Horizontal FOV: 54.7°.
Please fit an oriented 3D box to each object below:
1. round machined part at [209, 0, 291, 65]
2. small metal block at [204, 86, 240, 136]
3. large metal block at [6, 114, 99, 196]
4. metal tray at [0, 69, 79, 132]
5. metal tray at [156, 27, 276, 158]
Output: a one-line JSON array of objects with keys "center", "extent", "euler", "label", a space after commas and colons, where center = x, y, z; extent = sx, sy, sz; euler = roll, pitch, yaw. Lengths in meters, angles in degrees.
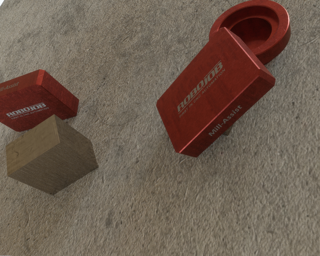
[{"center": [0.117, -0.116, 0.402], "extent": [0.098, 0.042, 0.098], "euler": [-13, 56, 21], "label": "round machined part"}, {"center": [0.068, -0.023, 0.383], "extent": [0.050, 0.025, 0.050], "euler": [17, 70, 34], "label": "small metal block"}, {"center": [-0.145, 0.039, 0.421], "extent": [0.080, 0.080, 0.050], "euler": [-32, 52, 7], "label": "large metal block"}, {"center": [-0.210, -0.039, 0.496], "extent": [0.130, 0.090, 0.030], "euler": [-14, 56, 20], "label": "metal tray"}, {"center": [0.056, -0.039, 0.360], "extent": [0.129, 0.030, 0.090], "euler": [-47, 44, 27], "label": "metal tray"}]
